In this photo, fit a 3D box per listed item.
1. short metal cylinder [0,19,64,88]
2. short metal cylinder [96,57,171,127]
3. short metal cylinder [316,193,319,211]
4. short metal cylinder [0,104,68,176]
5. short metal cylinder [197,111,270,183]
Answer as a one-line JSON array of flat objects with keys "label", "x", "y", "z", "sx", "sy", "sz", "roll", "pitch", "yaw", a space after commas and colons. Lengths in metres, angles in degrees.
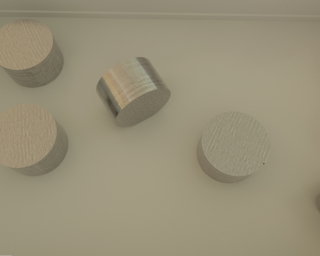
[{"label": "short metal cylinder", "x": -0.182, "y": -0.103, "z": 0.432, "sx": 0.081, "sy": 0.050, "sz": 0.080, "roll": 0, "pitch": 70, "yaw": 0}, {"label": "short metal cylinder", "x": -0.034, "y": -0.044, "z": 0.396, "sx": 0.080, "sy": 0.080, "sz": 0.050, "roll": -29, "pitch": 73, "yaw": -10}, {"label": "short metal cylinder", "x": 0.229, "y": 0.089, "z": 0.351, "sx": 0.050, "sy": 0.080, "sz": 0.080, "roll": -38, "pitch": 75, "yaw": -13}, {"label": "short metal cylinder", "x": -0.162, "y": 0.016, "z": 0.388, "sx": 0.081, "sy": 0.050, "sz": 0.080, "roll": 0, "pitch": 70, "yaw": 0}, {"label": "short metal cylinder", "x": 0.089, "y": 0.026, "z": 0.388, "sx": 0.081, "sy": 0.050, "sz": 0.080, "roll": 0, "pitch": 70, "yaw": 0}]
